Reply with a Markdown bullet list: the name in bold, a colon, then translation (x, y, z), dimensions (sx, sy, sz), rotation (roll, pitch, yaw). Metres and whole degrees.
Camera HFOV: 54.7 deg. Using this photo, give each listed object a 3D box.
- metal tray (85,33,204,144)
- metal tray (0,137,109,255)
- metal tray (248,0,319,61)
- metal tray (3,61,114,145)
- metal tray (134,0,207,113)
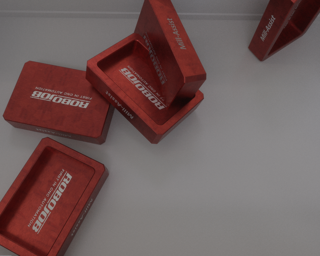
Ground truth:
- **metal tray**: translation (-0.020, -0.054, 0.400), dimensions (0.130, 0.030, 0.090), rotation (44, 61, 8)
- **metal tray**: translation (-0.133, 0.087, 0.374), dimensions (0.090, 0.030, 0.130), rotation (25, 72, 8)
- **metal tray**: translation (0.177, -0.153, 0.411), dimensions (0.090, 0.130, 0.030), rotation (-33, 74, -11)
- **metal tray**: translation (-0.129, -0.035, 0.419), dimensions (0.131, 0.030, 0.090), rotation (11, 70, 4)
- **metal tray**: translation (0.006, -0.093, 0.406), dimensions (0.030, 0.090, 0.130), rotation (-13, 70, -24)
